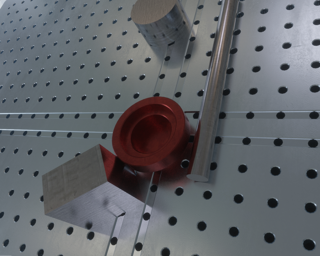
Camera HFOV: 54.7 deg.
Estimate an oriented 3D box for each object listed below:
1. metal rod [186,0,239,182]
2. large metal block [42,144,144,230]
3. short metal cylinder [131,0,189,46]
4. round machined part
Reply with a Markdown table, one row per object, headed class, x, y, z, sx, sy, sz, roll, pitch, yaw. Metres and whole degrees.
| class | x | y | z | sx | sy | sz | roll | pitch | yaw |
| --- | --- | --- | --- | --- | --- | --- | --- | --- | --- |
| metal rod | 0.076 | -0.075 | 0.413 | 0.025 | 0.025 | 0.300 | 0 | 62 | 28 |
| large metal block | -0.078 | 0.074 | 0.369 | 0.080 | 0.080 | 0.050 | -29 | 52 | 10 |
| short metal cylinder | 0.000 | -0.180 | 0.503 | 0.080 | 0.050 | 0.080 | -13 | 56 | 21 |
| round machined part | -0.008 | 0.012 | 0.393 | 0.098 | 0.042 | 0.098 | -13 | 55 | 19 |
